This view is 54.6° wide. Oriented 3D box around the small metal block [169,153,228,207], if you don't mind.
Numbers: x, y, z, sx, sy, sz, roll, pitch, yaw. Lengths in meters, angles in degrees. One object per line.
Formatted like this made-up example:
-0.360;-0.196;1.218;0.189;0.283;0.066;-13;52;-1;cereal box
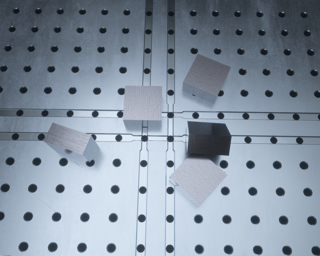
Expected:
0.047;0.062;0.389;0.050;0.025;0.050;42;75;13;small metal block

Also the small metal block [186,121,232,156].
0.060;0.012;0.392;0.050;0.050;0.025;4;109;1;small metal block

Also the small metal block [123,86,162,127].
-0.023;-0.029;0.422;0.050;0.025;0.050;1;70;0;small metal block

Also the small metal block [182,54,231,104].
0.065;-0.069;0.438;0.050;0.025;0.050;25;72;8;small metal block

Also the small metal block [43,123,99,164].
-0.110;0.020;0.391;0.050;0.050;0.025;18;71;6;small metal block
